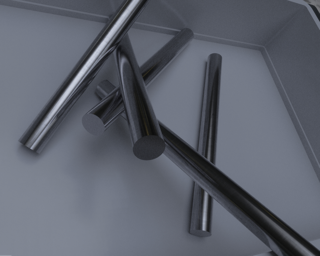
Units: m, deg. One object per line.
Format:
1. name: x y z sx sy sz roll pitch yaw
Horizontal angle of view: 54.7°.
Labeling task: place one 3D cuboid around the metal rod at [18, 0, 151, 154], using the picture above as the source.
1. metal rod: -0.060 -0.103 0.361 0.025 0.025 0.300 34 75 -7

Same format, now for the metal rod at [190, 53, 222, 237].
1. metal rod: 0.071 0.002 0.444 0.025 0.025 0.300 22 53 -15

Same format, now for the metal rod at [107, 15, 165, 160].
1. metal rod: -0.038 -0.073 0.353 0.025 0.025 0.300 12 32 -22

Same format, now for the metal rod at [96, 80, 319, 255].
1. metal rod: 0.025 0.029 0.320 0.025 0.025 0.300 -22 47 -36

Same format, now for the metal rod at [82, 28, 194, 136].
1. metal rod: -0.009 -0.081 0.414 0.025 0.025 0.301 39 39 -3
